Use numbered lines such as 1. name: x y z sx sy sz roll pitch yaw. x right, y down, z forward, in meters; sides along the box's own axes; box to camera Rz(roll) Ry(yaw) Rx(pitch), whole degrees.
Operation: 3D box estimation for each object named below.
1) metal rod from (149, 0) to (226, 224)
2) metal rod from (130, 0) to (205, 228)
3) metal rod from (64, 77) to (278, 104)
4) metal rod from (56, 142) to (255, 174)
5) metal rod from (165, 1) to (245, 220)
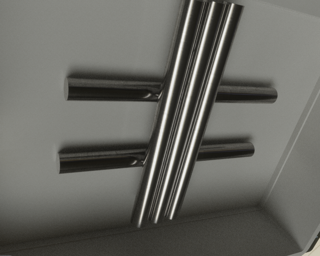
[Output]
1. metal rod: 0.025 -0.001 0.386 0.025 0.025 0.298 -1 119 -28
2. metal rod: 0.002 0.001 0.375 0.025 0.025 0.298 -1 119 -28
3. metal rod: 0.034 -0.045 0.398 0.303 0.025 0.025 -2 119 -28
4. metal rod: 0.013 0.039 0.438 0.303 0.025 0.025 -2 119 -28
5. metal rod: 0.047 -0.003 0.397 0.025 0.025 0.298 -1 119 -28
